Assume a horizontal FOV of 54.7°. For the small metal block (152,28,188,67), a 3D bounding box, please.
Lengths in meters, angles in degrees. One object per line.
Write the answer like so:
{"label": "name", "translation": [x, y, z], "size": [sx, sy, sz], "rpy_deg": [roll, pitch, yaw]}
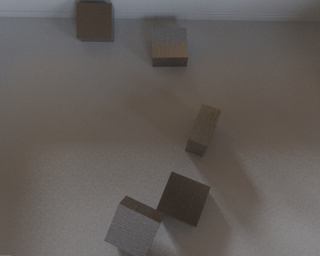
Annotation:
{"label": "small metal block", "translation": [0.014, -0.118, 0.453], "size": [0.050, 0.025, 0.050], "rpy_deg": [-1, 70, -1]}

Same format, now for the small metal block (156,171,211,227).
{"label": "small metal block", "translation": [0.028, 0.088, 0.378], "size": [0.050, 0.025, 0.050], "rpy_deg": [21, 71, 7]}

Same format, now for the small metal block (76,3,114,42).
{"label": "small metal block", "translation": [-0.094, -0.155, 0.455], "size": [0.050, 0.025, 0.050], "rpy_deg": [1, 94, 0]}

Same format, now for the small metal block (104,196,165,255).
{"label": "small metal block", "translation": [-0.029, 0.114, 0.356], "size": [0.050, 0.025, 0.050], "rpy_deg": [24, 102, 8]}

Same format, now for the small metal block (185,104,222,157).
{"label": "small metal block", "translation": [0.054, 0.004, 0.396], "size": [0.025, 0.050, 0.050], "rpy_deg": [21, 71, 7]}
